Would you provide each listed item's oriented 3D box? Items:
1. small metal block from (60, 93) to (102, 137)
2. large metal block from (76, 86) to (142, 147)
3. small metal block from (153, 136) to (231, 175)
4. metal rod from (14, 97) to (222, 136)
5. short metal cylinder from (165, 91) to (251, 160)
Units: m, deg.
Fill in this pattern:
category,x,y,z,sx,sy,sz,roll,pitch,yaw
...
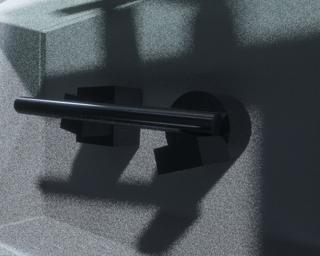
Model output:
category,x,y,z,sx,sy,sz,roll,pitch,yaw
small metal block,-0.109,-0.019,0.427,0.050,0.025,0.050,17,100,38
large metal block,-0.075,-0.017,0.446,0.080,0.050,0.079,4,92,39
small metal block,0.031,0.026,0.295,0.050,0.050,0.025,-18,79,38
metal rod,-0.073,-0.018,0.371,0.300,0.025,0.025,7,94,31
short metal cylinder,0.053,0.001,0.343,0.080,0.050,0.079,0,90,39
